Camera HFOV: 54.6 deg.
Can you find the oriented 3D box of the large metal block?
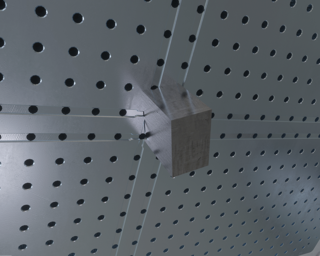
[{"bbox_3d":[0.019,0.000,0.385,0.050,0.080,0.080,-16,125,-20],"label":"large metal block"}]
